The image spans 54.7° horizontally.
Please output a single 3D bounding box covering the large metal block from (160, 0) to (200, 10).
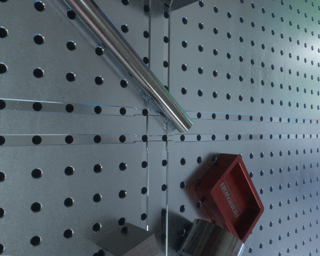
[{"bbox_3d":[0.015,-0.217,0.407,0.081,0.050,0.080,15,80,-39],"label":"large metal block"}]

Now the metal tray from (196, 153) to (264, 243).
[{"bbox_3d":[0.119,0.118,0.508,0.090,0.030,0.130,-44,117,-31],"label":"metal tray"}]

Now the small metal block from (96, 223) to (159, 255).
[{"bbox_3d":[-0.038,0.141,0.363,0.050,0.050,0.025,-23,105,-38],"label":"small metal block"}]

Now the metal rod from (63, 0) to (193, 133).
[{"bbox_3d":[-0.052,-0.098,0.366,0.300,0.025,0.025,47,62,-30],"label":"metal rod"}]

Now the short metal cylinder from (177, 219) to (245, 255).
[{"bbox_3d":[0.072,0.172,0.437,0.080,0.080,0.050,49,61,-30],"label":"short metal cylinder"}]
